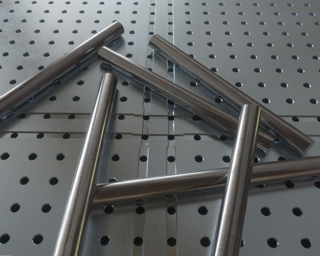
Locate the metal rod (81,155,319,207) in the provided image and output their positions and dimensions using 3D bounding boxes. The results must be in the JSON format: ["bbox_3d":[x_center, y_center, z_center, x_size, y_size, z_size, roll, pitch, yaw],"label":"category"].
[{"bbox_3d":[0.060,0.060,0.357,0.302,0.025,0.025,-6,50,-6],"label":"metal rod"}]

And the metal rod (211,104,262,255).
[{"bbox_3d":[0.068,0.099,0.302,0.025,0.025,0.300,13,58,11],"label":"metal rod"}]

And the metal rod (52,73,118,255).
[{"bbox_3d":[-0.078,0.028,0.358,0.025,0.025,0.300,1,42,0],"label":"metal rod"}]

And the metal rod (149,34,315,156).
[{"bbox_3d":[0.088,-0.062,0.460,0.025,0.025,0.300,-33,58,-25],"label":"metal rod"}]

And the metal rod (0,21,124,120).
[{"bbox_3d":[-0.163,-0.088,0.480,0.025,0.025,0.301,30,56,22],"label":"metal rod"}]

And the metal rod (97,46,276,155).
[{"bbox_3d":[0.023,-0.050,0.449,0.300,0.025,0.025,32,57,24],"label":"metal rod"}]
